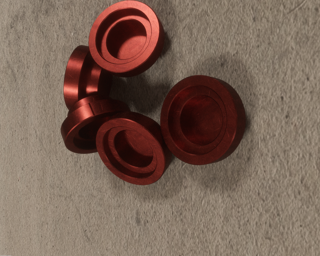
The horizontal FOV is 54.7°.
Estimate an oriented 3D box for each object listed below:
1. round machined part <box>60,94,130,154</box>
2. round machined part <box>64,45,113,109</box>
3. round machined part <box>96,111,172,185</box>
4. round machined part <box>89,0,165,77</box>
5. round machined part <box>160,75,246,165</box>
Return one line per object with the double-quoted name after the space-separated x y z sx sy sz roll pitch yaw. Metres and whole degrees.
-0.088 -0.009 0.428 0.098 0.099 0.042 -45 59 30 "round machined part"
-0.099 -0.067 0.448 0.042 0.098 0.097 11 98 5 "round machined part"
-0.030 0.022 0.399 0.098 0.042 0.097 13 123 21 "round machined part"
-0.041 -0.113 0.410 0.098 0.042 0.097 -3 79 17 "round machined part"
0.051 -0.009 0.350 0.098 0.042 0.097 0 90 39 "round machined part"
